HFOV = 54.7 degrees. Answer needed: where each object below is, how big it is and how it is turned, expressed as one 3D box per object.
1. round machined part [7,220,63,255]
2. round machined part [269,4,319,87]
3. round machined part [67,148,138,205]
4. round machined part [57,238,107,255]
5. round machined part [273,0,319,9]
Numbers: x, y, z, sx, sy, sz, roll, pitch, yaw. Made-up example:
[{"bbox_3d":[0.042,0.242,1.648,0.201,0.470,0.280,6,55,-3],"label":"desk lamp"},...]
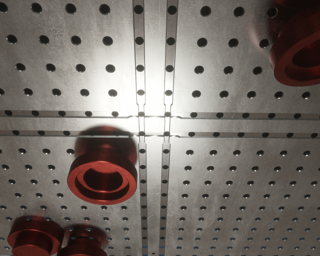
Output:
[{"bbox_3d":[-0.237,0.219,0.584,0.099,0.042,0.097,0,130,0],"label":"round machined part"},{"bbox_3d":[0.160,-0.086,0.314,0.099,0.042,0.098,-6,155,-3],"label":"round machined part"},{"bbox_3d":[-0.082,0.068,0.457,0.099,0.042,0.097,-1,130,0],"label":"round machined part"},{"bbox_3d":[-0.153,0.254,0.612,0.099,0.042,0.097,-2,131,-2],"label":"round machined part"},{"bbox_3d":[0.137,-0.153,0.272,0.099,0.042,0.097,-1,130,0],"label":"round machined part"}]
